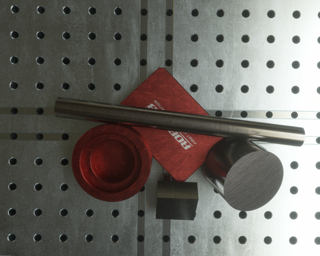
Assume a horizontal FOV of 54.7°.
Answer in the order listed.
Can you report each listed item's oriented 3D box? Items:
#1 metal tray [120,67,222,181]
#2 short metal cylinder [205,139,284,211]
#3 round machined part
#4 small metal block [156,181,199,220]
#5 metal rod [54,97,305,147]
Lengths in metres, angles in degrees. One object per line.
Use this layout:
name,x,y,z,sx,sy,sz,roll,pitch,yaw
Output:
metal tray,0.014,-0.004,0.412,0.090,0.030,0.130,-43,91,0
short metal cylinder,0.104,0.056,0.387,0.081,0.050,0.079,-6,110,-16
round machined part,-0.059,0.041,0.399,0.099,0.042,0.097,0,96,4
small metal block,0.021,0.094,0.400,0.050,0.025,0.050,3,133,-1
metal rod,0.024,-0.007,0.382,0.302,0.025,0.025,7,90,-1
